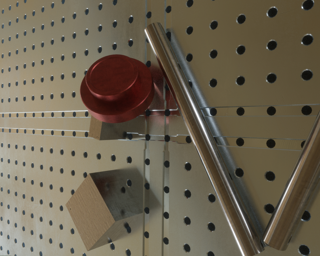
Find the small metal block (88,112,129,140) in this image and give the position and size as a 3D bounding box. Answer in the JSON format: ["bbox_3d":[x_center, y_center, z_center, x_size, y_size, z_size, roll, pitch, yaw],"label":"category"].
[{"bbox_3d":[-0.073,-0.010,0.451,0.025,0.050,0.050,16,101,38],"label":"small metal block"}]

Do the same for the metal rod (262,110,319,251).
[{"bbox_3d":[0.160,-0.022,0.276,0.025,0.025,0.298,29,108,36],"label":"metal rod"}]

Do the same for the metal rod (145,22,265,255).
[{"bbox_3d":[0.045,0.000,0.370,0.025,0.025,0.299,-34,69,34],"label":"metal rod"}]

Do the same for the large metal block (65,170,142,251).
[{"bbox_3d":[-0.086,0.121,0.462,0.080,0.050,0.080,-50,61,28],"label":"large metal block"}]

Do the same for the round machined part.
[{"bbox_3d":[-0.058,-0.059,0.409,0.099,0.042,0.098,-3,59,6],"label":"round machined part"}]
